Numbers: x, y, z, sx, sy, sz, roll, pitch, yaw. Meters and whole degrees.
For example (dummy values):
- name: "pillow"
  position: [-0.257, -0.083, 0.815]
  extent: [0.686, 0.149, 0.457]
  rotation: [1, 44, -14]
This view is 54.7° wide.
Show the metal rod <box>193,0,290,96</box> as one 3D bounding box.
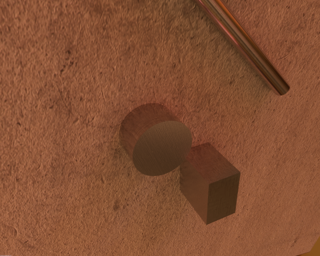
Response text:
- name: "metal rod"
  position: [0.087, -0.123, 0.379]
  extent: [0.301, 0.025, 0.025]
  rotation: [32, 100, -39]

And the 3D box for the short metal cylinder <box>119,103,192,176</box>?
- name: "short metal cylinder"
  position: [-0.006, 0.015, 0.398]
  extent: [0.081, 0.050, 0.079]
  rotation: [-14, 124, -21]

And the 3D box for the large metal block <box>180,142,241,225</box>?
- name: "large metal block"
  position: [0.071, 0.081, 0.462]
  extent: [0.050, 0.080, 0.079]
  rotation: [-16, 125, -20]
